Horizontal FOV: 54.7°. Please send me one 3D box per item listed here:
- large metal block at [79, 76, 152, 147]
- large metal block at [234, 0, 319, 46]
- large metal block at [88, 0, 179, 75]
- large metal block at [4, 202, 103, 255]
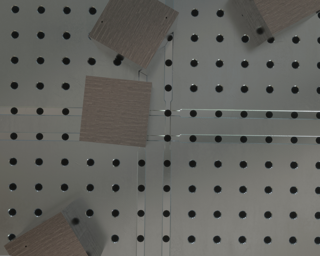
[{"bbox_3d":[-0.054,-0.020,0.400,0.081,0.050,0.079,6,90,-1],"label":"large metal block"},{"bbox_3d":[0.153,-0.167,0.403,0.080,0.050,0.080,-29,90,0],"label":"large metal block"},{"bbox_3d":[-0.032,-0.126,0.400,0.080,0.050,0.080,30,90,-1],"label":"large metal block"},{"bbox_3d":[-0.133,0.156,0.399,0.080,0.050,0.080,-31,90,0],"label":"large metal block"}]
